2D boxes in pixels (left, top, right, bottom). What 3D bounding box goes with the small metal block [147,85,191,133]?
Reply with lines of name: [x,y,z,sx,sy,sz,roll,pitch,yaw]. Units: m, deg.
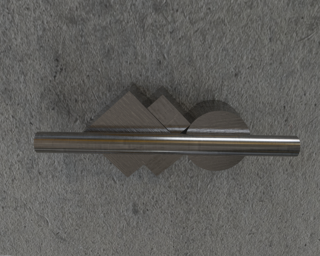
small metal block: [0.011,-0.022,0.390,0.025,0.050,0.050,-41,106,13]

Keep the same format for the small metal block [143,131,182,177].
small metal block: [0.006,0.029,0.409,0.050,0.050,0.025,-40,106,13]

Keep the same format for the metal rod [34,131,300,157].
metal rod: [0.009,0.019,0.363,0.302,0.025,0.025,1,110,-1]

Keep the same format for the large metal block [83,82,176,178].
large metal block: [-0.038,0.002,0.396,0.080,0.050,0.080,-40,106,13]

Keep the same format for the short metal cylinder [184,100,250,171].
short metal cylinder: [0.070,0.008,0.401,0.081,0.050,0.079,0,110,0]
